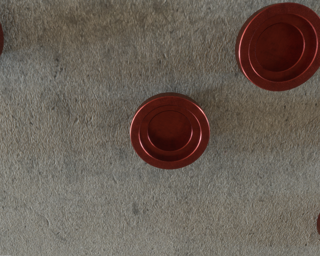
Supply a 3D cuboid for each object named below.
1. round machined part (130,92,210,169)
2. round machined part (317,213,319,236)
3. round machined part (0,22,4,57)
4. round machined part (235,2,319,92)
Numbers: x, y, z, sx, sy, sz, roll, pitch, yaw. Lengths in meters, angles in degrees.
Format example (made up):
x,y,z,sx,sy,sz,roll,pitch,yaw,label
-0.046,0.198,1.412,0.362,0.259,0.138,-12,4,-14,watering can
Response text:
x,y,z,sx,sy,sz,roll,pitch,yaw,label
0.013,0.001,0.401,0.099,0.042,0.097,0,110,0,round machined part
0.291,0.150,0.458,0.099,0.042,0.097,0,110,0,round machined part
-0.230,-0.110,0.358,0.099,0.042,0.097,0,110,0,round machined part
0.138,-0.096,0.367,0.099,0.042,0.097,0,110,0,round machined part
